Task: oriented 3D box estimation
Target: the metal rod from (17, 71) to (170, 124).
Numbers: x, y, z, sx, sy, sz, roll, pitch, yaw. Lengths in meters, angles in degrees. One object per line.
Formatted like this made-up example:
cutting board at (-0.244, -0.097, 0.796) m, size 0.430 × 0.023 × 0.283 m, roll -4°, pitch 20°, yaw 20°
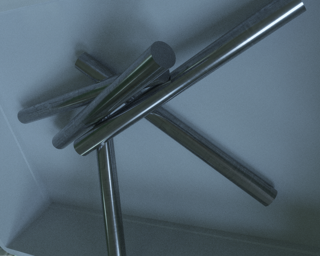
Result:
metal rod at (-0.111, -0.039, 0.415) m, size 0.300 × 0.025 × 0.025 m, roll -10°, pitch 114°, yaw 40°

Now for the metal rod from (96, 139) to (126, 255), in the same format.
metal rod at (-0.066, 0.103, 0.420) m, size 0.025 × 0.025 × 0.298 m, roll -8°, pitch 87°, yaw 31°

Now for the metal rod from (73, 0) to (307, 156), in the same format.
metal rod at (0.009, -0.044, 0.342) m, size 0.299 × 0.025 × 0.025 m, roll -32°, pitch 101°, yaw 27°

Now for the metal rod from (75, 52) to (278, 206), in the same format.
metal rod at (0.018, 0.000, 0.397) m, size 0.301 × 0.025 × 0.025 m, roll 36°, pitch 129°, yaw 3°

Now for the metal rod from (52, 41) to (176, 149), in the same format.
metal rod at (-0.078, -0.020, 0.377) m, size 0.025 × 0.025 × 0.299 m, roll 51°, pitch 143°, yaw -9°
